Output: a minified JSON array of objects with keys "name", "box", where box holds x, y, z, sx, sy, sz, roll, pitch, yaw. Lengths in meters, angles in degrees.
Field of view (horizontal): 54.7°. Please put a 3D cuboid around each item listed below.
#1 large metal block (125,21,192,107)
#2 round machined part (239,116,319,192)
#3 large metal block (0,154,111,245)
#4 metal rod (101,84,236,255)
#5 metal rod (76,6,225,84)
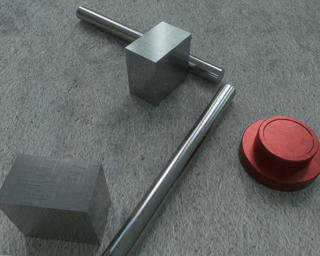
[{"name":"large metal block","box":[-0.001,-0.092,0.445,0.050,0.080,0.080,30,56,23]},{"name":"round machined part","box":[0.149,0.023,0.374,0.099,0.042,0.098,0,50,0]},{"name":"large metal block","box":[-0.098,0.072,0.305,0.080,0.080,0.050,5,50,4]},{"name":"metal rod","box":[0.021,0.045,0.365,0.025,0.025,0.301,25,54,19]},{"name":"metal rod","box":[-0.028,-0.148,0.526,0.300,0.025,0.025,30,56,22]}]
